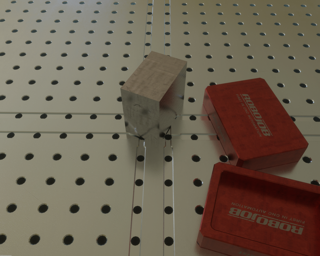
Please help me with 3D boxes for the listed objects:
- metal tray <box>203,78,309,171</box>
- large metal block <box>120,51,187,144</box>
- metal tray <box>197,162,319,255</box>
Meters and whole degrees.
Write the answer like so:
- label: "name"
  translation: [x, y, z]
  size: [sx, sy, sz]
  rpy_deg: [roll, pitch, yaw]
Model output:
- label: "metal tray"
  translation: [0.121, -0.009, 0.413]
  size: [0.091, 0.030, 0.130]
  rpy_deg: [-10, 51, -9]
- label: "large metal block"
  translation: [-0.006, -0.040, 0.405]
  size: [0.050, 0.080, 0.080]
  rpy_deg: [21, 53, 16]
- label: "metal tray"
  translation: [0.113, 0.094, 0.326]
  size: [0.131, 0.030, 0.090]
  rpy_deg: [13, 51, 10]
